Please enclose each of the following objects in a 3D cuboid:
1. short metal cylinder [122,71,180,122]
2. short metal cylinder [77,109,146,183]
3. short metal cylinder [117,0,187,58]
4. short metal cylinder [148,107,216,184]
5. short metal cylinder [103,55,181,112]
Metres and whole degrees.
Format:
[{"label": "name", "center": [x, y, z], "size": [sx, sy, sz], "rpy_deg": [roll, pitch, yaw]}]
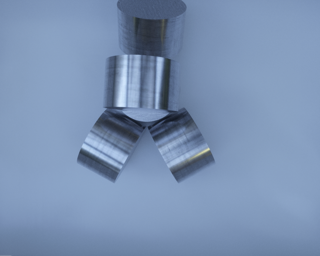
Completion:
[{"label": "short metal cylinder", "center": [-0.016, -0.047, 0.396], "size": [0.081, 0.050, 0.080], "rpy_deg": [0, 90, 0]}, {"label": "short metal cylinder", "center": [-0.058, 0.021, 0.381], "size": [0.050, 0.080, 0.080], "rpy_deg": [29, 90, 0]}, {"label": "short metal cylinder", "center": [-0.011, -0.125, 0.376], "size": [0.080, 0.080, 0.050], "rpy_deg": [4, 133, 0]}, {"label": "short metal cylinder", "center": [0.026, 0.021, 0.382], "size": [0.050, 0.080, 0.080], "rpy_deg": [-29, 90, 1]}, {"label": "short metal cylinder", "center": [-0.019, -0.044, 0.332], "size": [0.080, 0.080, 0.050], "rpy_deg": [3, 90, 0]}]
